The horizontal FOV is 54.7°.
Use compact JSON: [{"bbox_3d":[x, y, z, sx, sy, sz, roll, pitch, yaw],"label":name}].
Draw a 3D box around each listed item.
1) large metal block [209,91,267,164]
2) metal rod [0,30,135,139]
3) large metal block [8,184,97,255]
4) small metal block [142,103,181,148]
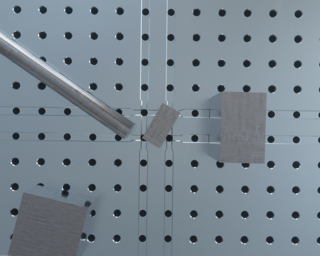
[{"bbox_3d":[0.093,-0.001,0.387,0.050,0.080,0.079,2,90,0],"label":"large metal block"},{"bbox_3d":[-0.164,-0.081,0.411,0.301,0.025,0.025,35,90,0],"label":"metal rod"},{"bbox_3d":[-0.136,0.126,0.400,0.080,0.050,0.080,14,90,0],"label":"large metal block"},{"bbox_3d":[0.002,-0.003,0.401,0.025,0.050,0.050,30,90,0],"label":"small metal block"}]
